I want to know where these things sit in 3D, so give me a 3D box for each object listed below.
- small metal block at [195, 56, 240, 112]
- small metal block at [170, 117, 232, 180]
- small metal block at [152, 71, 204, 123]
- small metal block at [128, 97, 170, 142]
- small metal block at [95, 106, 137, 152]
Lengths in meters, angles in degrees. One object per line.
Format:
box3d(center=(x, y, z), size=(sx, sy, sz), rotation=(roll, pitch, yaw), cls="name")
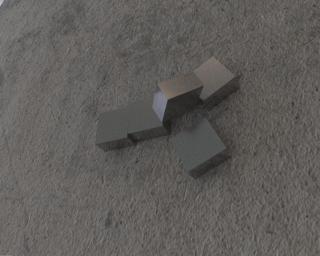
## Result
box3d(center=(0.067, -0.058, 0.405), size=(0.050, 0.025, 0.050), rotation=(-38, 51, 3), cls="small metal block")
box3d(center=(0.048, 0.024, 0.364), size=(0.050, 0.025, 0.050), rotation=(-33, 52, 7), cls="small metal block")
box3d(center=(0.021, -0.038, 0.383), size=(0.050, 0.050, 0.025), rotation=(-23, 66, -20), cls="small metal block")
box3d(center=(-0.014, -0.013, 0.419), size=(0.050, 0.025, 0.050), rotation=(-13, 56, 21), cls="small metal block")
box3d(center=(-0.060, 0.002, 0.434), size=(0.050, 0.025, 0.050), rotation=(-12, 56, 21), cls="small metal block")
